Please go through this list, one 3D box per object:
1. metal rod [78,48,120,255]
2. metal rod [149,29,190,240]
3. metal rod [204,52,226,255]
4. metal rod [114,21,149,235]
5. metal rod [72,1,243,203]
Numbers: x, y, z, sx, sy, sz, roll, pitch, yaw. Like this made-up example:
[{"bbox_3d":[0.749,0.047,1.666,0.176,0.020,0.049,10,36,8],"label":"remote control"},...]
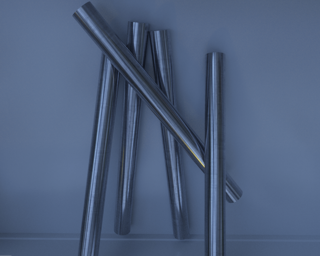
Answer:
[{"bbox_3d":[-0.075,0.046,0.382,0.025,0.025,0.298,7,93,-3],"label":"metal rod"},{"bbox_3d":[0.016,0.023,0.419,0.025,0.025,0.298,-6,110,2],"label":"metal rod"},{"bbox_3d":[0.066,0.059,0.373,0.025,0.025,0.298,1,87,0],"label":"metal rod"},{"bbox_3d":[-0.041,0.015,0.416,0.025,0.025,0.298,6,110,-2],"label":"metal rod"},{"bbox_3d":[0.008,-0.019,0.376,0.025,0.025,0.300,-37,107,12],"label":"metal rod"}]
